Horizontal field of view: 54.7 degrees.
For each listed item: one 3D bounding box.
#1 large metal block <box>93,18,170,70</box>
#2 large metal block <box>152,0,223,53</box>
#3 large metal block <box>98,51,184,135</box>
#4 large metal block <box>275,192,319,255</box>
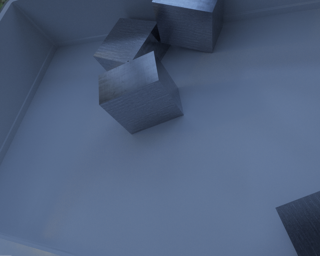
[{"bbox_3d":[-0.043,-0.122,0.488,0.080,0.050,0.080,20,72,35],"label":"large metal block"},{"bbox_3d":[0.042,-0.157,0.432,0.080,0.080,0.050,16,70,16],"label":"large metal block"},{"bbox_3d":[-0.024,-0.043,0.410,0.080,0.080,0.050,-20,54,16],"label":"large metal block"},{"bbox_3d":[0.145,0.086,0.234,0.080,0.050,0.080,-25,9,12],"label":"large metal block"}]
